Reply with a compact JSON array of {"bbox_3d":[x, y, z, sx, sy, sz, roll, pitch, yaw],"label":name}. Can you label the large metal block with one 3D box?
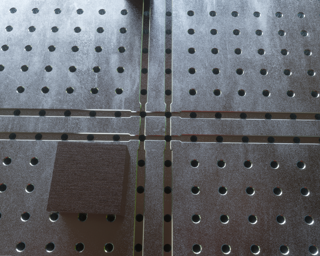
[{"bbox_3d":[-0.082,0.063,0.374,0.081,0.050,0.080,3,70,0],"label":"large metal block"}]
